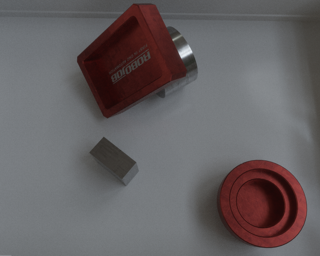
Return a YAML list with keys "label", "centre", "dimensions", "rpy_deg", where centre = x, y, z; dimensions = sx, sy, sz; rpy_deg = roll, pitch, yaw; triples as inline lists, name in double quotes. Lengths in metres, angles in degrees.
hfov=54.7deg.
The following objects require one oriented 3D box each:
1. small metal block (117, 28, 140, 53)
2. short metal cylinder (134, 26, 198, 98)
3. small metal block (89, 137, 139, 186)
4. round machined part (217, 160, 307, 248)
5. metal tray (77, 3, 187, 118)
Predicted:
- label: "small metal block"
  centre: [-0.049, -0.114, 0.437]
  dimensions: [0.025, 0.050, 0.050]
  rpy_deg: [26, 72, 8]
- label: "short metal cylinder"
  centre: [0.007, -0.087, 0.412]
  dimensions: [0.050, 0.080, 0.080]
  rpy_deg: [-31, 73, -11]
- label: "small metal block"
  centre: [-0.055, 0.042, 0.380]
  dimensions: [0.050, 0.050, 0.025]
  rpy_deg: [37, 74, 12]
- label: "round machined part"
  centre: [0.117, 0.090, 0.369]
  dimensions: [0.099, 0.042, 0.098]
  rpy_deg: [0, 70, -1]
- label: "metal tray"
  centre: [-0.040, -0.075, 0.374]
  dimensions: [0.030, 0.130, 0.090]
  rpy_deg: [-27, 91, -47]
